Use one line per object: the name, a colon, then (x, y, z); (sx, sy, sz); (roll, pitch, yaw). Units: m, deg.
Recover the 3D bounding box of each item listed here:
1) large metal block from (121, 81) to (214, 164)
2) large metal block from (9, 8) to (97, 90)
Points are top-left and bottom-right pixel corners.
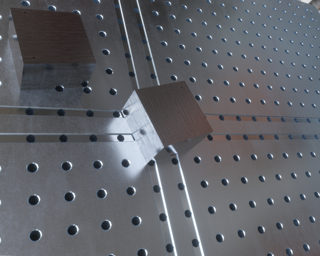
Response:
large metal block: (0.008, -0.010, 0.404); (0.081, 0.050, 0.080); (-16, 70, -35)
large metal block: (-0.134, -0.095, 0.379); (0.081, 0.050, 0.080); (-8, 66, -32)
